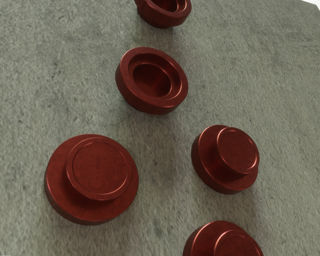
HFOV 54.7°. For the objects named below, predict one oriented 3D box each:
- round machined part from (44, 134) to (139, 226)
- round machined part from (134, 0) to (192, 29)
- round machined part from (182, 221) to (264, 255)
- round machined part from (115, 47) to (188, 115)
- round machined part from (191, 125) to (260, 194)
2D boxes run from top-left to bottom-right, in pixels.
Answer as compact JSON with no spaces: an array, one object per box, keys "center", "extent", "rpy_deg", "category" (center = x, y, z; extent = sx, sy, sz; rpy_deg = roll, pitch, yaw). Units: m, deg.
[{"center":[-0.068,0.049,0.327],"extent":[0.099,0.042,0.098],"rpy_deg":[14,56,-21],"category":"round machined part"},{"center":[0.000,-0.207,0.521],"extent":[0.099,0.042,0.098],"rpy_deg":[14,56,-21],"category":"round machined part"},{"center":[0.078,0.152,0.344],"extent":[0.099,0.042,0.098],"rpy_deg":[14,56,-21],"category":"round machined part"},{"center":[-0.014,-0.059,0.423],"extent":[0.099,0.042,0.098],"rpy_deg":[14,56,-21],"category":"round machined part"},{"center":[0.096,0.038,0.424],"extent":[0.099,0.042,0.098],"rpy_deg":[14,56,-21],"category":"round machined part"}]
